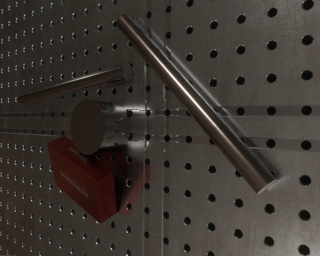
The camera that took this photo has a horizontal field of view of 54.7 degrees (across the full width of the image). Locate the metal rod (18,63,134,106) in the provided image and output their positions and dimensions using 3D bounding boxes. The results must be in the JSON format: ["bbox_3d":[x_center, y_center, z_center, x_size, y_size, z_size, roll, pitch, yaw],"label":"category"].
[{"bbox_3d":[-0.162,-0.069,0.540,0.300,0.025,0.025,-6,86,39],"label":"metal rod"}]

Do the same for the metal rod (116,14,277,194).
[{"bbox_3d":[0.029,-0.047,0.383,0.025,0.025,0.300,-52,60,27],"label":"metal rod"}]

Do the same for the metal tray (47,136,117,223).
[{"bbox_3d":[-0.123,0.078,0.483,0.130,0.030,0.089,26,129,36],"label":"metal tray"}]

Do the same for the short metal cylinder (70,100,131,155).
[{"bbox_3d":[-0.090,-0.001,0.465,0.080,0.050,0.079,0,90,39],"label":"short metal cylinder"}]
